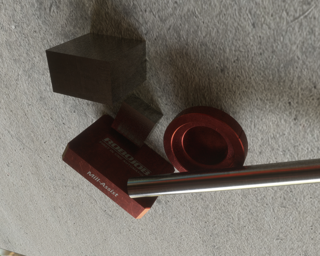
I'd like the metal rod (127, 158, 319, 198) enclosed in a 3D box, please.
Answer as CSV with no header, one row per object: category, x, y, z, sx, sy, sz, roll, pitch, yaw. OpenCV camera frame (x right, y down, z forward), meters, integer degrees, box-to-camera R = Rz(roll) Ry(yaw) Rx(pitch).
metal rod,0.109,0.052,0.334,0.301,0.025,0.025,-8,115,15

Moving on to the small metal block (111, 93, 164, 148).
small metal block,-0.031,-0.009,0.418,0.050,0.025,0.050,36,129,4

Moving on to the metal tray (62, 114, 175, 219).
metal tray,-0.053,0.048,0.422,0.130,0.090,0.030,38,129,2

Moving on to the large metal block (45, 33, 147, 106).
large metal block,-0.070,-0.073,0.363,0.080,0.080,0.050,14,124,20

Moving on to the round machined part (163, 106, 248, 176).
round machined part,0.057,0.017,0.376,0.098,0.042,0.097,13,124,21
